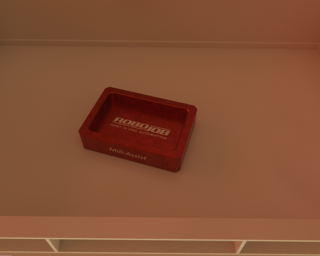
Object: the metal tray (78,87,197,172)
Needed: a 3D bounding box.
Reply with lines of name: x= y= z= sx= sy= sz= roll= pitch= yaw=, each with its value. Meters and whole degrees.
metal tray: x=-0.026 y=-0.002 z=0.402 sx=0.131 sy=0.030 sz=0.090 roll=14 pitch=51 yaw=11
